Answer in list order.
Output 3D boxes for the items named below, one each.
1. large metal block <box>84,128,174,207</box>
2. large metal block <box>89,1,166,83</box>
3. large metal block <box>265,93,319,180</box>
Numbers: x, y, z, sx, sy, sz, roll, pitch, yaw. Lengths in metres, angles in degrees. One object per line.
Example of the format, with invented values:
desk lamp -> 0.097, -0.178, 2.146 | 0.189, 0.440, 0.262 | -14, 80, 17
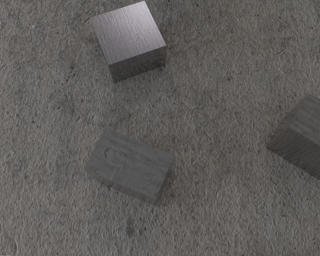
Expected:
large metal block -> -0.032, 0.049, 0.361 | 0.080, 0.080, 0.050 | 21, 72, 7
large metal block -> -0.044, -0.121, 0.439 | 0.080, 0.050, 0.080 | -21, 72, -8
large metal block -> 0.188, 0.014, 0.375 | 0.080, 0.080, 0.050 | 33, 74, 11
